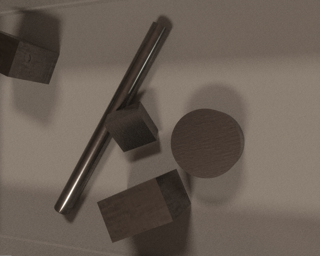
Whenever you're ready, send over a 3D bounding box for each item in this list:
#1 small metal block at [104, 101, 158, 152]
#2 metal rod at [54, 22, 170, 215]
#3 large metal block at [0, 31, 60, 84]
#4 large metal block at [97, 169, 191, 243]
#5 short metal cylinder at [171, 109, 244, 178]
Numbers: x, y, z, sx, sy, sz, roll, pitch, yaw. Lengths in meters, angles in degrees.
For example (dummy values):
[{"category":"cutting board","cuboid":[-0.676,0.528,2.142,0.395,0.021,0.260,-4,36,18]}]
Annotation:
[{"category":"small metal block","cuboid":[-0.037,-0.001,0.409,0.050,0.025,0.050,-21,122,18]},{"category":"metal rod","cuboid":[-0.072,-0.007,0.434,0.025,0.025,0.299,33,100,16]},{"category":"large metal block","cuboid":[-0.212,-0.106,0.454,0.080,0.080,0.050,25,98,18]},{"category":"large metal block","cuboid":[-0.016,0.094,0.386,0.080,0.080,0.050,-25,82,18]},{"category":"short metal cylinder","cuboid":[0.059,0.017,0.376,0.080,0.050,0.079,0,90,19]}]
